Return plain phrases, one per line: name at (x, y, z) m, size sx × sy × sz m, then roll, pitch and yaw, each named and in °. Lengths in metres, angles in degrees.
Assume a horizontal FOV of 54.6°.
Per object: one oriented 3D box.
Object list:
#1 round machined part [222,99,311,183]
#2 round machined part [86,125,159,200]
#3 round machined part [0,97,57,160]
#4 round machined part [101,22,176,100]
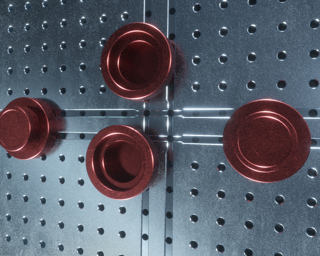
round machined part at (0.122, 0.015, 0.361) m, size 0.098 × 0.042 × 0.097 m, roll 0°, pitch 90°, yaw 20°
round machined part at (-0.047, 0.044, 0.421) m, size 0.098 × 0.042 × 0.097 m, roll 0°, pitch 90°, yaw 20°
round machined part at (-0.213, 0.001, 0.480) m, size 0.098 × 0.042 × 0.097 m, roll 0°, pitch 90°, yaw 20°
round machined part at (-0.026, -0.086, 0.413) m, size 0.098 × 0.042 × 0.097 m, roll 0°, pitch 90°, yaw 20°
